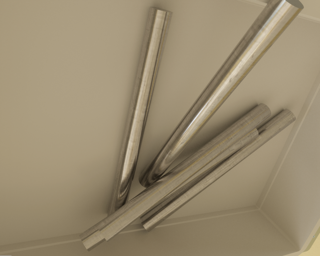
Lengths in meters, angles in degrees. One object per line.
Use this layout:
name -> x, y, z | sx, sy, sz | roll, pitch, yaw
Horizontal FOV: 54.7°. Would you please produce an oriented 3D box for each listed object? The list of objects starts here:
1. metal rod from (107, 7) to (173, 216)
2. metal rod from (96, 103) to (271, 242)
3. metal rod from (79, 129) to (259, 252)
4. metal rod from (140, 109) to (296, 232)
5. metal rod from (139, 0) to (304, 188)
metal rod -> -0.032, 0.004, 0.394 | 0.025, 0.025, 0.298 | 0, 119, -29
metal rod -> 0.046, 0.052, 0.435 | 0.302, 0.025, 0.025 | -34, 130, -19
metal rod -> 0.024, 0.077, 0.450 | 0.302, 0.025, 0.025 | -31, 129, -17
metal rod -> 0.096, 0.066, 0.504 | 0.301, 0.025, 0.025 | -36, 130, -5
metal rod -> 0.042, -0.013, 0.347 | 0.025, 0.025, 0.298 | 2, 143, -30
